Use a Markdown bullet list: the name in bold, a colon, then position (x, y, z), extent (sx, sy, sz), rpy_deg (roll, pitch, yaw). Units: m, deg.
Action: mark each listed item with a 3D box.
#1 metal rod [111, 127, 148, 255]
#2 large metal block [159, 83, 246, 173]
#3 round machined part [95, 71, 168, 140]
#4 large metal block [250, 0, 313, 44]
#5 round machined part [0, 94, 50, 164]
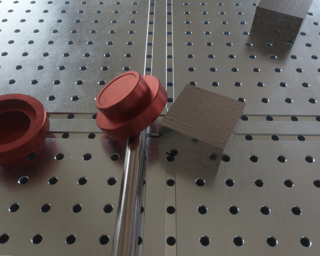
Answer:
- **metal rod**: position (-0.034, 0.097, 0.325), extent (0.025, 0.025, 0.300), rpy_deg (2, 50, 1)
- **large metal block**: position (0.053, -0.002, 0.393), extent (0.080, 0.050, 0.080), rpy_deg (22, 53, 17)
- **round machined part**: position (-0.043, -0.035, 0.397), extent (0.098, 0.042, 0.098), rpy_deg (-24, 37, 19)
- **large metal block**: position (0.223, -0.207, 0.567), extent (0.080, 0.050, 0.080), rpy_deg (23, 54, 18)
- **round machined part**: position (-0.189, 0.005, 0.391), extent (0.099, 0.042, 0.098), rpy_deg (0, 50, 0)
